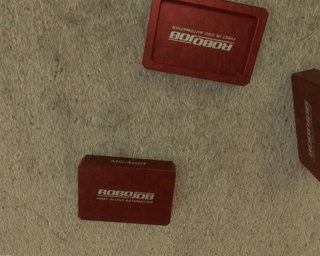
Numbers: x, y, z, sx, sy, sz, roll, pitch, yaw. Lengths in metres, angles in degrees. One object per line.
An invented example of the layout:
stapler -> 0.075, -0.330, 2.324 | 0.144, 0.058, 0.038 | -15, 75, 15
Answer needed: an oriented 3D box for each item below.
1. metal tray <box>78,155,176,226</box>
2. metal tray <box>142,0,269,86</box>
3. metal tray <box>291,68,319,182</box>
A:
metal tray -> -0.047, 0.089, 0.439 | 0.131, 0.030, 0.089 | 5, 110, -2
metal tray -> 0.050, -0.106, 0.368 | 0.131, 0.030, 0.089 | 10, 110, -4
metal tray -> 0.198, 0.001, 0.376 | 0.030, 0.090, 0.129 | -13, 110, 5
